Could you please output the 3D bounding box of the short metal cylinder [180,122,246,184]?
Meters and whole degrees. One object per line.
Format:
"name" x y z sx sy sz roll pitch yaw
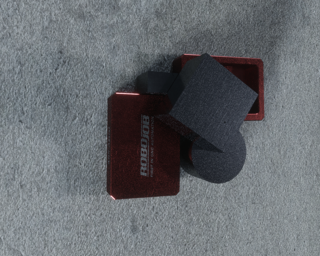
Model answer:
"short metal cylinder" 0.069 0.032 0.422 0.081 0.050 0.080 0 90 -20

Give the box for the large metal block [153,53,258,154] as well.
"large metal block" 0.053 -0.027 0.362 0.080 0.050 0.080 34 79 -17

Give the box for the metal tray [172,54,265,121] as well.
"metal tray" 0.084 -0.054 0.439 0.131 0.030 0.089 -2 91 -20

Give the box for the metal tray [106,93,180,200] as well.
"metal tray" -0.021 0.022 0.401 0.091 0.030 0.129 1 90 -20

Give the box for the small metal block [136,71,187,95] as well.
"small metal block" 0.001 -0.055 0.397 0.050 0.050 0.025 1 90 -20
